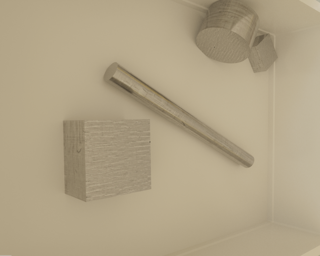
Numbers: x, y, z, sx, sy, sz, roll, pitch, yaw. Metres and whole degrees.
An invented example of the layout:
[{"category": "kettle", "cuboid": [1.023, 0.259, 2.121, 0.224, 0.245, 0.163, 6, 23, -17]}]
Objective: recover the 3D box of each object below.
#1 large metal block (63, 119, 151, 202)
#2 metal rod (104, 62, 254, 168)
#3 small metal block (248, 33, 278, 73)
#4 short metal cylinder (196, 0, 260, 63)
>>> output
[{"category": "large metal block", "cuboid": [-0.058, 0.031, 0.344, 0.081, 0.050, 0.079, -2, 92, -40]}, {"category": "metal rod", "cuboid": [0.048, -0.004, 0.448, 0.301, 0.025, 0.025, 30, 71, -36]}, {"category": "small metal block", "cuboid": [0.185, -0.136, 0.565, 0.050, 0.025, 0.050, -45, 117, -31]}, {"category": "short metal cylinder", "cuboid": [0.100, -0.140, 0.457, 0.080, 0.080, 0.050, 35, 68, -35]}]
